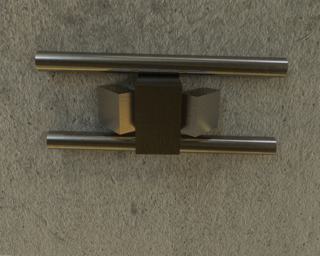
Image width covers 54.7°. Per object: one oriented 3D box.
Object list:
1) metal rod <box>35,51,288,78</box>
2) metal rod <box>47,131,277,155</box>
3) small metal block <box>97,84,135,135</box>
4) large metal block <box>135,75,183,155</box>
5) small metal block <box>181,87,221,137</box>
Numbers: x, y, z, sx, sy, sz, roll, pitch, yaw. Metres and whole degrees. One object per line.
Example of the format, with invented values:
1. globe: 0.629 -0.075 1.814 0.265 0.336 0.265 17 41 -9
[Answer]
1. metal rod: 0.003 -0.078 0.382 0.302 0.025 0.025 1 110 -1
2. metal rod: 0.003 0.020 0.418 0.302 0.025 0.025 2 110 -1
3. small metal block: -0.054 -0.025 0.386 0.025 0.050 0.050 -15 116 -37
4. large metal block: -0.002 -0.021 0.376 0.050 0.080 0.079 1 110 -1
5. small metal block: 0.050 -0.021 0.389 0.025 0.050 0.050 17 115 38
